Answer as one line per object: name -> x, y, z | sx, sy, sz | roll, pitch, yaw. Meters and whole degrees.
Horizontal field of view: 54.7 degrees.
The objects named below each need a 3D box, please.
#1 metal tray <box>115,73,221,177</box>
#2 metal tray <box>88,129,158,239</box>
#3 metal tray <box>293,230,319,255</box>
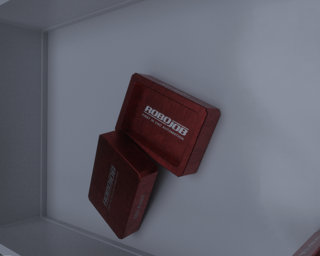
metal tray -> 0.004, -0.008, 0.400 | 0.130, 0.030, 0.089 | 32, 110, 35
metal tray -> -0.056, 0.079, 0.429 | 0.090, 0.030, 0.129 | 41, 130, 32
metal tray -> 0.138, 0.127, 0.224 | 0.030, 0.131, 0.090 | -45, 63, 31
